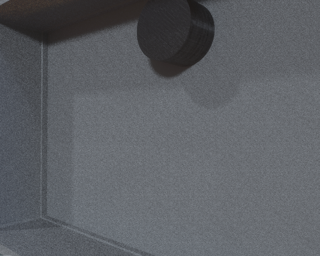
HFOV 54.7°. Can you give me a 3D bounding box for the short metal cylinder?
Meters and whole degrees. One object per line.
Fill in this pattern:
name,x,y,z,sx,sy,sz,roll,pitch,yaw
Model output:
short metal cylinder,0.018,-0.118,0.375,0.080,0.050,0.080,0,90,40
